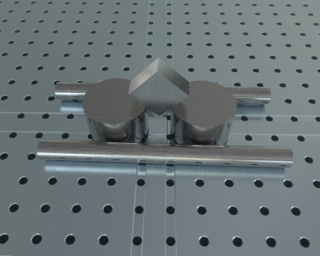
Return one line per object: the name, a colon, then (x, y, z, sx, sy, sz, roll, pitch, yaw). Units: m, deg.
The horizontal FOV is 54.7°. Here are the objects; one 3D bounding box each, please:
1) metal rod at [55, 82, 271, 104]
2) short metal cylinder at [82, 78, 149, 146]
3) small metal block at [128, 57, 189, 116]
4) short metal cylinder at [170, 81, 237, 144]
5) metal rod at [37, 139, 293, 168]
metal rod: (0.004, -0.050, 0.445, 0.302, 0.025, 0.025, 2, 50, 1)
short metal cylinder: (-0.055, -0.019, 0.403, 0.081, 0.050, 0.080, 0, 50, 0)
small metal block: (-0.001, -0.047, 0.366, 0.050, 0.050, 0.025, 33, 42, -30)
short metal cylinder: (0.054, -0.016, 0.401, 0.081, 0.050, 0.080, 0, 50, 0)
metal rod: (0.005, 0.031, 0.377, 0.302, 0.025, 0.025, 2, 50, 1)
